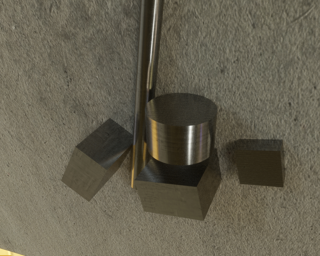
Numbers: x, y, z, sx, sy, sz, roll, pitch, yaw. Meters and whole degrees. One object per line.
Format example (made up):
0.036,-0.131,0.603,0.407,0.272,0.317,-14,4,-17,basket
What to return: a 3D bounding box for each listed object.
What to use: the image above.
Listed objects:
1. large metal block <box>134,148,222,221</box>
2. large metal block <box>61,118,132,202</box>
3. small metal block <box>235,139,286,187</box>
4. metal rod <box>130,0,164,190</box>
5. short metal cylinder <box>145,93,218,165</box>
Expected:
0.027,0.067,0.399,0.080,0.080,0.050,1,119,28,large metal block
-0.087,0.045,0.445,0.050,0.080,0.079,36,129,4,large metal block
0.120,0.041,0.369,0.050,0.025,0.050,0,118,28,small metal block
-0.019,-0.036,0.394,0.025,0.025,0.298,19,126,17,metal rod
0.024,-0.001,0.358,0.080,0.080,0.050,12,124,21,short metal cylinder
